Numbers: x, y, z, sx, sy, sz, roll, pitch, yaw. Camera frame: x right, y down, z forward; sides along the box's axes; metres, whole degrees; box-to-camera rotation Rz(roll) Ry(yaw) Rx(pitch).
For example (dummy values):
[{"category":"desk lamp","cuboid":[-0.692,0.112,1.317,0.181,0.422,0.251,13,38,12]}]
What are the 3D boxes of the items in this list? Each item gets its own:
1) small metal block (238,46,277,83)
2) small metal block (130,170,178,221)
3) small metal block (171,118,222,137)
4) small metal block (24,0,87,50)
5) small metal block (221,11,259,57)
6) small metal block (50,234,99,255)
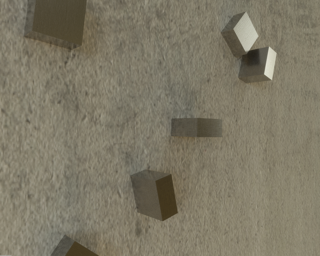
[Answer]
[{"category":"small metal block","cuboid":[0.167,-0.107,0.531,0.025,0.050,0.050,22,76,-38]},{"category":"small metal block","cuboid":[-0.008,0.082,0.384,0.025,0.050,0.050,-17,101,-39]},{"category":"small metal block","cuboid":[0.051,0.000,0.434,0.050,0.050,0.025,1,89,-40]},{"category":"small metal block","cuboid":[-0.106,-0.113,0.317,0.050,0.025,0.050,8,85,-40]},{"category":"small metal block","cuboid":[0.135,-0.157,0.520,0.050,0.025,0.050,51,60,-28]},{"category":"small metal block","cuboid":[-0.093,0.151,0.329,0.050,0.025,0.050,47,62,-30]}]
